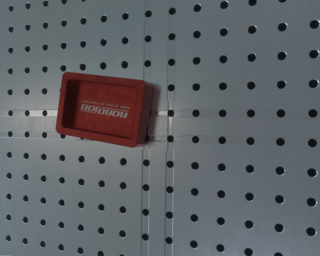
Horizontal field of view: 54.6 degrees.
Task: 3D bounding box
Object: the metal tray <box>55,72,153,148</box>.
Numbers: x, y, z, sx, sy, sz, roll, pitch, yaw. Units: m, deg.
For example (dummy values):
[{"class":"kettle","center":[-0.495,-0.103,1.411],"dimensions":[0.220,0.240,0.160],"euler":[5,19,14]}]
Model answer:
[{"class":"metal tray","center":[-0.080,-0.027,0.438],"dimensions":[0.130,0.030,0.090],"euler":[9,93,19]}]
